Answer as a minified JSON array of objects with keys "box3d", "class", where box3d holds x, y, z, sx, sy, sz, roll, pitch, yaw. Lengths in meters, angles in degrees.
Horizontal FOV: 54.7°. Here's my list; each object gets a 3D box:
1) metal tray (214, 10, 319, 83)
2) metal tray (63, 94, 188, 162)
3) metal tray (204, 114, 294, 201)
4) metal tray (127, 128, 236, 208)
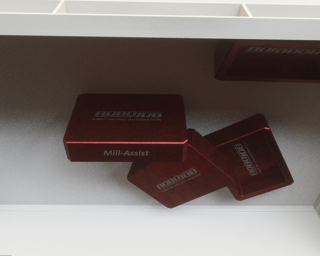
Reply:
[{"box3d":[0.127,-0.077,0.311,0.131,0.030,0.090,1,167,-2],"class":"metal tray"},{"box3d":[-0.036,-0.003,0.363,0.131,0.090,0.030,0,130,-1],"class":"metal tray"},{"box3d":[0.129,0.048,0.448,0.090,0.030,0.130,-24,127,18],"class":"metal tray"},{"box3d":[0.027,0.062,0.434,0.090,0.030,0.130,39,132,-20],"class":"metal tray"}]
